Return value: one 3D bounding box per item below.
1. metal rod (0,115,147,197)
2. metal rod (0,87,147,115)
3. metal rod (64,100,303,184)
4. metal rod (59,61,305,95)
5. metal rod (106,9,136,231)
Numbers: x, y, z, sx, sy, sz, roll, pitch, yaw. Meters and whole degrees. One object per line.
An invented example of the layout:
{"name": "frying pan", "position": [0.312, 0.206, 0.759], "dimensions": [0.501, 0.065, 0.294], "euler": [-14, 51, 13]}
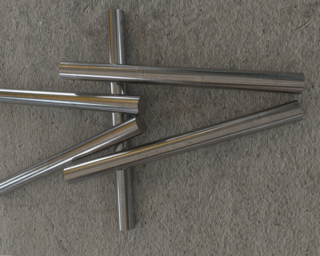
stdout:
{"name": "metal rod", "position": [-0.149, 0.050, 0.446], "dimensions": [0.300, 0.025, 0.025], "euler": [-24, 82, 23]}
{"name": "metal rod", "position": [-0.158, -0.042, 0.449], "dimensions": [0.301, 0.025, 0.025], "euler": [6, 92, 25]}
{"name": "metal rod", "position": [0.018, 0.022, 0.386], "dimensions": [0.301, 0.025, 0.025], "euler": [-17, 85, 12]}
{"name": "metal rod", "position": [0.016, -0.065, 0.387], "dimensions": [0.301, 0.025, 0.025], "euler": [5, 92, 13]}
{"name": "metal rod", "position": [-0.054, -0.012, 0.428], "dimensions": [0.025, 0.025, 0.298], "euler": [-3, 89, 19]}
